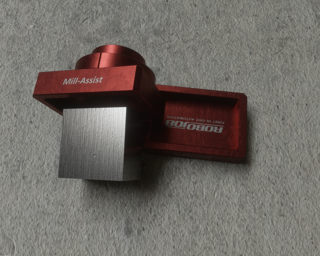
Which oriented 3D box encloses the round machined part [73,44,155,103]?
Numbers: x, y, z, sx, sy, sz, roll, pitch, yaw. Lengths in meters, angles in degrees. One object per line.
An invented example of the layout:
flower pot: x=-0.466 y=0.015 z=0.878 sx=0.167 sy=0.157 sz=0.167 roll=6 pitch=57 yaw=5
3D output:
round machined part: x=-0.054 y=-0.066 z=0.383 sx=0.099 sy=0.098 sz=0.042 roll=6 pitch=70 yaw=2

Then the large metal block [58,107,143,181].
large metal block: x=-0.068 y=0.020 z=0.368 sx=0.080 sy=0.050 sz=0.080 roll=0 pitch=82 yaw=18

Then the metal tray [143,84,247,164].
metal tray: x=0.046 y=-0.006 z=0.409 sx=0.131 sy=0.030 sz=0.090 roll=6 pitch=70 yaw=2

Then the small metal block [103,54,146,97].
small metal block: x=-0.049 y=-0.074 z=0.436 sx=0.050 sy=0.025 sz=0.050 roll=6 pitch=70 yaw=2

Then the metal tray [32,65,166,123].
metal tray: x=-0.068 y=-0.035 z=0.369 sx=0.130 sy=0.090 sz=0.030 roll=0 pitch=70 yaw=19
